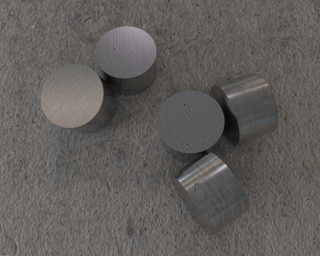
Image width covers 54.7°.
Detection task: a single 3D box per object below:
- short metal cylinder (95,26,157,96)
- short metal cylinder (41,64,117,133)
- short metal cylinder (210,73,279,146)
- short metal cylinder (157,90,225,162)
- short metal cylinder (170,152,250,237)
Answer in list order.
[{"bbox_3d":[-0.045,-0.092,0.428,0.081,0.050,0.080,0,70,0],"label":"short metal cylinder"},{"bbox_3d":[-0.102,-0.036,0.397,0.080,0.050,0.080,-1,82,9],"label":"short metal cylinder"},{"bbox_3d":[0.103,-0.023,0.388,0.050,0.080,0.080,-19,71,-7],"label":"short metal cylinder"},{"bbox_3d":[0.038,-0.001,0.391,0.080,0.050,0.080,-2,71,5],"label":"short metal cylinder"},{"bbox_3d":[0.055,0.074,0.352,0.050,0.080,0.080,-31,73,-11],"label":"short metal cylinder"}]
